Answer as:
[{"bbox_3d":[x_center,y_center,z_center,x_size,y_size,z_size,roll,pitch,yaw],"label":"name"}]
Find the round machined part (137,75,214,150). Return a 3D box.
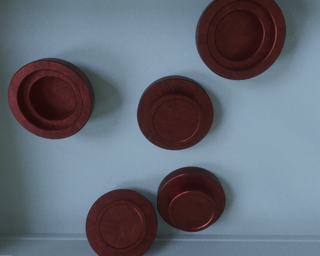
[{"bbox_3d":[0.020,-0.015,0.397,0.099,0.042,0.097,0,110,0],"label":"round machined part"}]

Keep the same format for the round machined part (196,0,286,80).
[{"bbox_3d":[0.091,-0.108,0.363,0.099,0.042,0.097,0,110,0],"label":"round machined part"}]

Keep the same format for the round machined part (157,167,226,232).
[{"bbox_3d":[0.045,0.108,0.442,0.099,0.042,0.097,0,110,0],"label":"round machined part"}]

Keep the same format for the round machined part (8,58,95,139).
[{"bbox_3d":[-0.131,-0.038,0.387,0.099,0.042,0.097,0,110,0],"label":"round machined part"}]

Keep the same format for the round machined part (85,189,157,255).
[{"bbox_3d":[-0.053,0.134,0.426,0.099,0.042,0.098,1,76,-5],"label":"round machined part"}]
